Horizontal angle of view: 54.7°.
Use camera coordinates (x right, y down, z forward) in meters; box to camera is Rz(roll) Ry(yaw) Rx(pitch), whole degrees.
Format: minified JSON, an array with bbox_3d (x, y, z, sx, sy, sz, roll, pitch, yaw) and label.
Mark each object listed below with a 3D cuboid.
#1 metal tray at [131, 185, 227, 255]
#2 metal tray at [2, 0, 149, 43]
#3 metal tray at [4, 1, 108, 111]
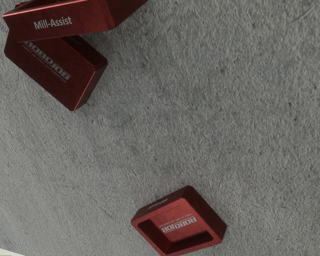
[{"bbox_3d":[0.026,0.151,0.483,0.090,0.030,0.129,49,129,-7],"label":"metal tray"},{"bbox_3d":[-0.086,-0.129,0.328,0.130,0.090,0.030,2,130,27],"label":"metal tray"},{"bbox_3d":[-0.144,-0.096,0.420,0.130,0.030,0.089,40,129,0],"label":"metal tray"}]
